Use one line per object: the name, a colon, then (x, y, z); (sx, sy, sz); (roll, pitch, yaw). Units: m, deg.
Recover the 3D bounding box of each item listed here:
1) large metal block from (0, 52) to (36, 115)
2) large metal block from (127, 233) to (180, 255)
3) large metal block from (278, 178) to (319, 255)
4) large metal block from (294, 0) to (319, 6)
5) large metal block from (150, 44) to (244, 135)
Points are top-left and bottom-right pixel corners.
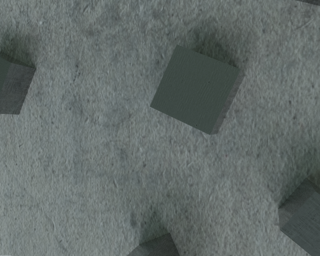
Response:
large metal block: (-0.255, -0.074, 0.483); (0.080, 0.050, 0.080); (26, 99, 17)
large metal block: (-0.005, 0.188, 0.381); (0.050, 0.080, 0.080); (-28, 81, 18)
large metal block: (0.173, 0.102, 0.319); (0.080, 0.080, 0.050); (39, 102, 15)
large metal block: (0.164, -0.186, 0.322); (0.050, 0.080, 0.080); (22, 97, 18)
large metal block: (0.046, -0.045, 0.379); (0.080, 0.050, 0.080); (26, 99, 17)
